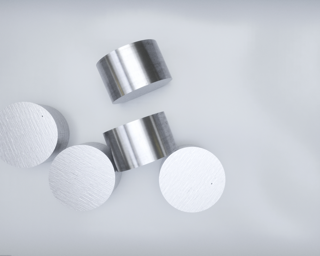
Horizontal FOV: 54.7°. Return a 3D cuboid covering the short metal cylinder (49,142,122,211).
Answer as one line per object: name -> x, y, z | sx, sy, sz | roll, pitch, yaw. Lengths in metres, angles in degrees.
short metal cylinder -> -0.093, 0.059, 0.396 | 0.081, 0.050, 0.079 | 0, 91, 1

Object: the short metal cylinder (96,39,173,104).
short metal cylinder -> -0.031, -0.068, 0.384 | 0.080, 0.080, 0.050 | -23, 90, 0

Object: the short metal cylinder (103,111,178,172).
short metal cylinder -> -0.024, 0.016, 0.384 | 0.080, 0.080, 0.050 | -20, 90, 0

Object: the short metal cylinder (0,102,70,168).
short metal cylinder -> -0.163, 0.008, 0.397 | 0.081, 0.050, 0.079 | 0, 90, -1

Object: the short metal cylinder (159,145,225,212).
short metal cylinder -> 0.039, 0.062, 0.400 | 0.081, 0.050, 0.079 | 0, 90, -1
